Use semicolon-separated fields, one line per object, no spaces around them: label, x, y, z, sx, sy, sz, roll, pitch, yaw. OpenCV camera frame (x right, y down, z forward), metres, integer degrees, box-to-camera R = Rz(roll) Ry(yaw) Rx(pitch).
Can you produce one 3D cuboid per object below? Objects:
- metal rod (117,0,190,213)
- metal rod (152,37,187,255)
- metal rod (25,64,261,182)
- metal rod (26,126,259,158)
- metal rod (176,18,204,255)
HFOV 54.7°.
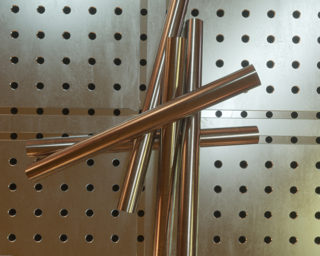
metal rod;-0.005;-0.044;0.395;0.025;0.025;0.299;14;83;-1
metal rod;0.010;0.040;0.391;0.025;0.025;0.298;4;99;-1
metal rod;-0.031;0.000;0.366;0.301;0.025;0.025;-23;90;14
metal rod;-0.022;0.018;0.413;0.302;0.025;0.025;-3;90;-1
metal rod;0.038;0.006;0.389;0.025;0.025;0.298;3;80;-1
